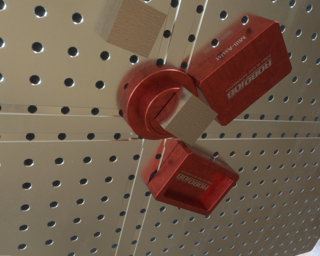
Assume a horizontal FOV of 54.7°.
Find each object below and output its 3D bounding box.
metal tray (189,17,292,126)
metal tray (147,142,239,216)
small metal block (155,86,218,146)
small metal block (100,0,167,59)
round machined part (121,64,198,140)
[{"bbox_3d":[0.112,-0.075,0.423,0.130,0.030,0.090,-40,129,-2],"label":"metal tray"},{"bbox_3d":[0.056,0.085,0.490,0.131,0.030,0.090,28,103,-38],"label":"metal tray"},{"bbox_3d":[0.032,-0.013,0.366,0.050,0.025,0.050,32,100,-39],"label":"small metal block"},{"bbox_3d":[-0.028,-0.109,0.328,0.050,0.025,0.050,14,111,-34],"label":"small metal block"},{"bbox_3d":[0.005,-0.026,0.386,0.099,0.042,0.097,-14,124,-21],"label":"round machined part"}]
